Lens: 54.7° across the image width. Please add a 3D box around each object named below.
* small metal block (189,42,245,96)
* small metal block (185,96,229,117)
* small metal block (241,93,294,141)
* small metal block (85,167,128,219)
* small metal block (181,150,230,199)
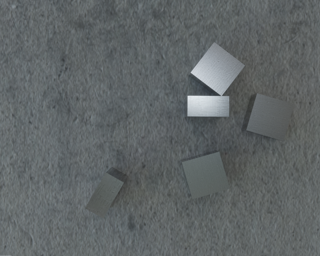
[{"bbox_3d":[0.075,-0.076,0.411,0.050,0.025,0.050,37,90,-1],"label":"small metal block"},{"bbox_3d":[0.058,-0.026,0.398,0.050,0.050,0.025,0,90,-1],"label":"small metal block"},{"bbox_3d":[0.142,-0.014,0.412,0.050,0.025,0.050,16,90,-1],"label":"small metal block"},{"bbox_3d":[-0.067,0.081,0.397,0.025,0.050,0.050,30,90,0],"label":"small metal block"},{"bbox_3d":[0.059,0.061,0.411,0.050,0.025,0.050,-16,90,-1],"label":"small metal block"}]
